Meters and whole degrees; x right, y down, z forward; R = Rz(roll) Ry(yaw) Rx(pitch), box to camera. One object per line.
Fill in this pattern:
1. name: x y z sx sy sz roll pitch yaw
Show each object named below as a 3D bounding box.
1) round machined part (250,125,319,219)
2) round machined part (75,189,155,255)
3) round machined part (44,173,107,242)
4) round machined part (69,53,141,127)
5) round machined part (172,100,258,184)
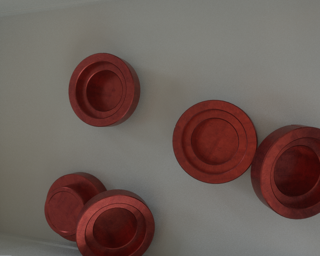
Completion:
1. round machined part: 0.143 0.044 0.336 0.099 0.042 0.097 -2 98 -12
2. round machined part: -0.060 0.127 0.405 0.099 0.042 0.097 -3 100 -15
3. round machined part: -0.124 0.115 0.444 0.098 0.042 0.097 0 90 19
4. round machined part: -0.072 -0.050 0.426 0.098 0.042 0.097 0 90 19
5. round machined part: 0.068 0.016 0.377 0.098 0.042 0.097 0 90 19
